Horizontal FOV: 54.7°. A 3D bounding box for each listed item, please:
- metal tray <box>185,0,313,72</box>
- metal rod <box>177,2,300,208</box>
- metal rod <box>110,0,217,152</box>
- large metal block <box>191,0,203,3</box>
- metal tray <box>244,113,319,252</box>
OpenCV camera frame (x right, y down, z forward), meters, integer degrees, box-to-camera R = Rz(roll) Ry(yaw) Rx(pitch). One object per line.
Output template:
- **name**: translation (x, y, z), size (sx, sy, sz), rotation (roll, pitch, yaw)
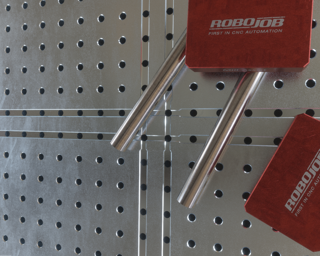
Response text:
- **metal tray**: translation (0.097, -0.110, 0.348), size (0.130, 0.030, 0.089), rotation (4, 91, 19)
- **metal rod**: translation (0.097, -0.036, 0.377), size (0.025, 0.025, 0.298), rotation (29, 99, 17)
- **metal rod**: translation (0.025, -0.095, 0.402), size (0.025, 0.025, 0.299), rotation (38, 102, 15)
- **large metal block**: translation (0.062, -0.205, 0.357), size (0.080, 0.050, 0.080), rotation (-6, 74, 36)
- **metal tray**: translation (0.167, 0.059, 0.351), size (0.090, 0.030, 0.129), rotation (30, 99, 17)
